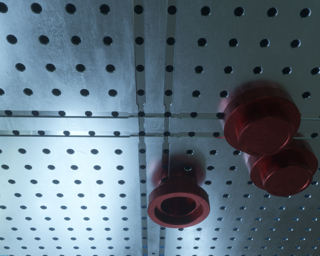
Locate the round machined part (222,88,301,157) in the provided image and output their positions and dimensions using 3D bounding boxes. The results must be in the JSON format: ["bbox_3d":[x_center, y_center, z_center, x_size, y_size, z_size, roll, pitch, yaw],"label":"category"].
[{"bbox_3d":[0.133,0.000,0.402,0.099,0.042,0.097,-1,130,0],"label":"round machined part"}]

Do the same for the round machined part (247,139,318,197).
[{"bbox_3d":[0.183,0.065,0.459,0.099,0.042,0.097,-1,130,0],"label":"round machined part"}]

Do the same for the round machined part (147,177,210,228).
[{"bbox_3d":[0.029,0.117,0.501,0.099,0.042,0.097,-1,130,0],"label":"round machined part"}]
